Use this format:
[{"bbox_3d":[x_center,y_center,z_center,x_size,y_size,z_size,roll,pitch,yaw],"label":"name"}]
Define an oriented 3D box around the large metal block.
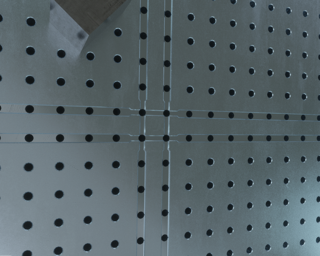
[{"bbox_3d":[-0.077,-0.141,0.355,0.050,0.080,0.080,45,76,-15],"label":"large metal block"}]
